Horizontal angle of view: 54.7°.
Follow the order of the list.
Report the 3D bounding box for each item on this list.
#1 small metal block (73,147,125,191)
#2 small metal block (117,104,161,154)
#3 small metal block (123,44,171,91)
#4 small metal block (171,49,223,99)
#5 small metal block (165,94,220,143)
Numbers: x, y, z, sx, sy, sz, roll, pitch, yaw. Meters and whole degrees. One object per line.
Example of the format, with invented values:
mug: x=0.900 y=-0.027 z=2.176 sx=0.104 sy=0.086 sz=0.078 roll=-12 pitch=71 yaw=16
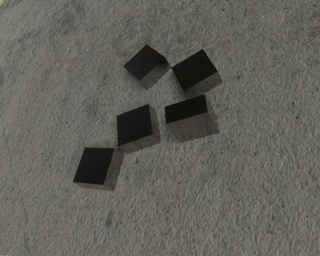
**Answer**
small metal block: x=-0.081 y=0.054 z=0.413 sx=0.050 sy=0.025 sz=0.050 roll=0 pitch=61 yaw=28
small metal block: x=-0.029 y=0.001 z=0.418 sx=0.050 sy=0.025 sz=0.050 roll=-20 pitch=54 yaw=16
small metal block: x=-0.020 y=-0.093 z=0.471 sx=0.050 sy=0.025 sz=0.050 roll=-44 pitch=51 yaw=-2
small metal block: x=0.050 y=-0.072 z=0.422 sx=0.050 sy=0.025 sz=0.050 roll=-29 pitch=52 yaw=9
small metal block: x=0.040 y=-0.010 z=0.373 sx=0.050 sy=0.050 sz=0.025 roll=-16 pitch=55 yaw=19
